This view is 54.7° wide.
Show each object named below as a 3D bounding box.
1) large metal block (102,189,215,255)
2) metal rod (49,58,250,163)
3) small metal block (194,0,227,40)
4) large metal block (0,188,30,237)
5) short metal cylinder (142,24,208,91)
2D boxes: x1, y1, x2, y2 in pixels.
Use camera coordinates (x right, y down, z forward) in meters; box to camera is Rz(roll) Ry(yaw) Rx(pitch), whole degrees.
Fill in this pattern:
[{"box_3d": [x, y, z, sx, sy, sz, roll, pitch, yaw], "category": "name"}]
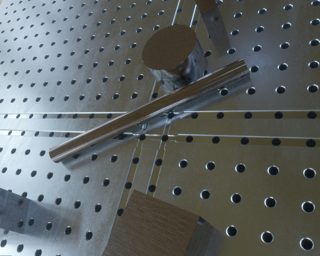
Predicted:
[{"box_3d": [-0.002, 0.120, 0.319, 0.080, 0.050, 0.080, 14, 69, 33], "category": "large metal block"}, {"box_3d": [-0.024, -0.019, 0.430, 0.301, 0.025, 0.025, -24, 53, 13], "category": "metal rod"}, {"box_3d": [0.073, -0.169, 0.457, 0.025, 0.050, 0.050, -23, 54, 14], "category": "small metal block"}, {"box_3d": [-0.245, 0.117, 0.427, 0.080, 0.080, 0.050, -14, 56, 20], "category": "large metal block"}, {"box_3d": [0.022, -0.099, 0.440, 0.080, 0.050, 0.080, -13, 56, 20], "category": "short metal cylinder"}]
